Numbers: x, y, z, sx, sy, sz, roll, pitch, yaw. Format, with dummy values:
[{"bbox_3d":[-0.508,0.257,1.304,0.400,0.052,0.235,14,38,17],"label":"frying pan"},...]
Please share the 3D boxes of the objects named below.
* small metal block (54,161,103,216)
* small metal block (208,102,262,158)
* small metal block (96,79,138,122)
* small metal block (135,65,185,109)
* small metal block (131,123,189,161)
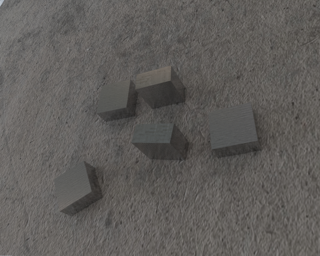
[{"bbox_3d":[-0.109,0.080,0.412,0.050,0.025,0.050,-32,52,7],"label":"small metal block"},{"bbox_3d":[0.086,0.003,0.357,0.050,0.025,0.050,-13,56,21],"label":"small metal block"},{"bbox_3d":[-0.063,-0.041,0.462,0.050,0.025,0.050,-9,58,23],"label":"small metal block"},{"bbox_3d":[0.002,-0.054,0.420,0.050,0.050,0.025,-11,57,22],"label":"small metal block"},{"bbox_3d":[0.002,0.018,0.376,0.050,0.050,0.025,-1,62,28],"label":"small metal block"}]
